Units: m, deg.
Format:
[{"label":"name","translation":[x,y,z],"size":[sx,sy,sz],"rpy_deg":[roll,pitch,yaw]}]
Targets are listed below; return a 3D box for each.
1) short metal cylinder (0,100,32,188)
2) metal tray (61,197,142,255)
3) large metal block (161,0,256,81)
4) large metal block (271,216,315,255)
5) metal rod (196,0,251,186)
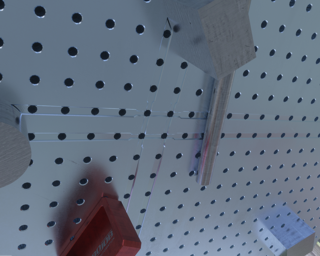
[{"label":"short metal cylinder","translation":[-0.174,0.016,0.309],"size":[0.081,0.050,0.079],"rpy_deg":[-14,124,-21]},{"label":"metal tray","translation":[-0.088,0.174,0.428],"size":[0.030,0.090,0.130],"rpy_deg":[28,103,-38]},{"label":"large metal block","translation":[0.052,-0.110,0.336],"size":[0.050,0.080,0.080],"rpy_deg":[-32,129,-7]},{"label":"large metal block","translation":[0.314,0.270,0.733],"size":[0.080,0.050,0.080],"rpy_deg":[-25,128,-13]},{"label":"metal rod","translation":[0.084,-0.044,0.429],"size":[0.025,0.025,0.298],"rpy_deg":[-8,122,-24]}]
